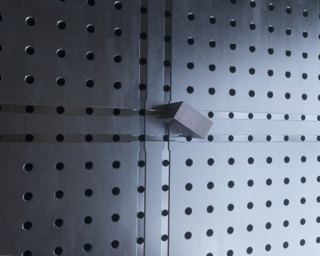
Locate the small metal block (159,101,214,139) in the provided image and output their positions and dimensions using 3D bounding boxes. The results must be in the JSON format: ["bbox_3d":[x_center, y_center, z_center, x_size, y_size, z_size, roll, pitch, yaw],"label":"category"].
[{"bbox_3d":[0.034,-0.010,0.413,0.050,0.050,0.025,34,79,-17],"label":"small metal block"}]
